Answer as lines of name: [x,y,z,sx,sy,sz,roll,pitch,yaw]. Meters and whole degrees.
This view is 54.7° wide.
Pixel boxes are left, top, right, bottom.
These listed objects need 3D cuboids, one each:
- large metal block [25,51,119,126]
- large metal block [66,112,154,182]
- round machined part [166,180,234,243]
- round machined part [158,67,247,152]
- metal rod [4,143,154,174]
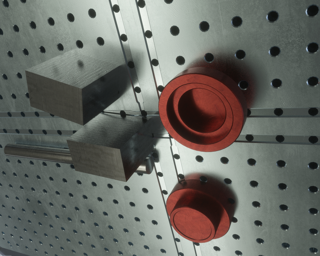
large metal block: [-0.109,-0.055,0.399,0.080,0.080,0.050,19,126,17]
large metal block: [-0.064,0.022,0.423,0.080,0.080,0.050,8,122,24]
round machined part: [0.053,0.127,0.451,0.098,0.042,0.097,13,124,21]
round machined part: [0.051,-0.024,0.358,0.098,0.042,0.097,13,124,21]
metal rod: [-0.149,0.048,0.519,0.301,0.025,0.025,3,120,26]
